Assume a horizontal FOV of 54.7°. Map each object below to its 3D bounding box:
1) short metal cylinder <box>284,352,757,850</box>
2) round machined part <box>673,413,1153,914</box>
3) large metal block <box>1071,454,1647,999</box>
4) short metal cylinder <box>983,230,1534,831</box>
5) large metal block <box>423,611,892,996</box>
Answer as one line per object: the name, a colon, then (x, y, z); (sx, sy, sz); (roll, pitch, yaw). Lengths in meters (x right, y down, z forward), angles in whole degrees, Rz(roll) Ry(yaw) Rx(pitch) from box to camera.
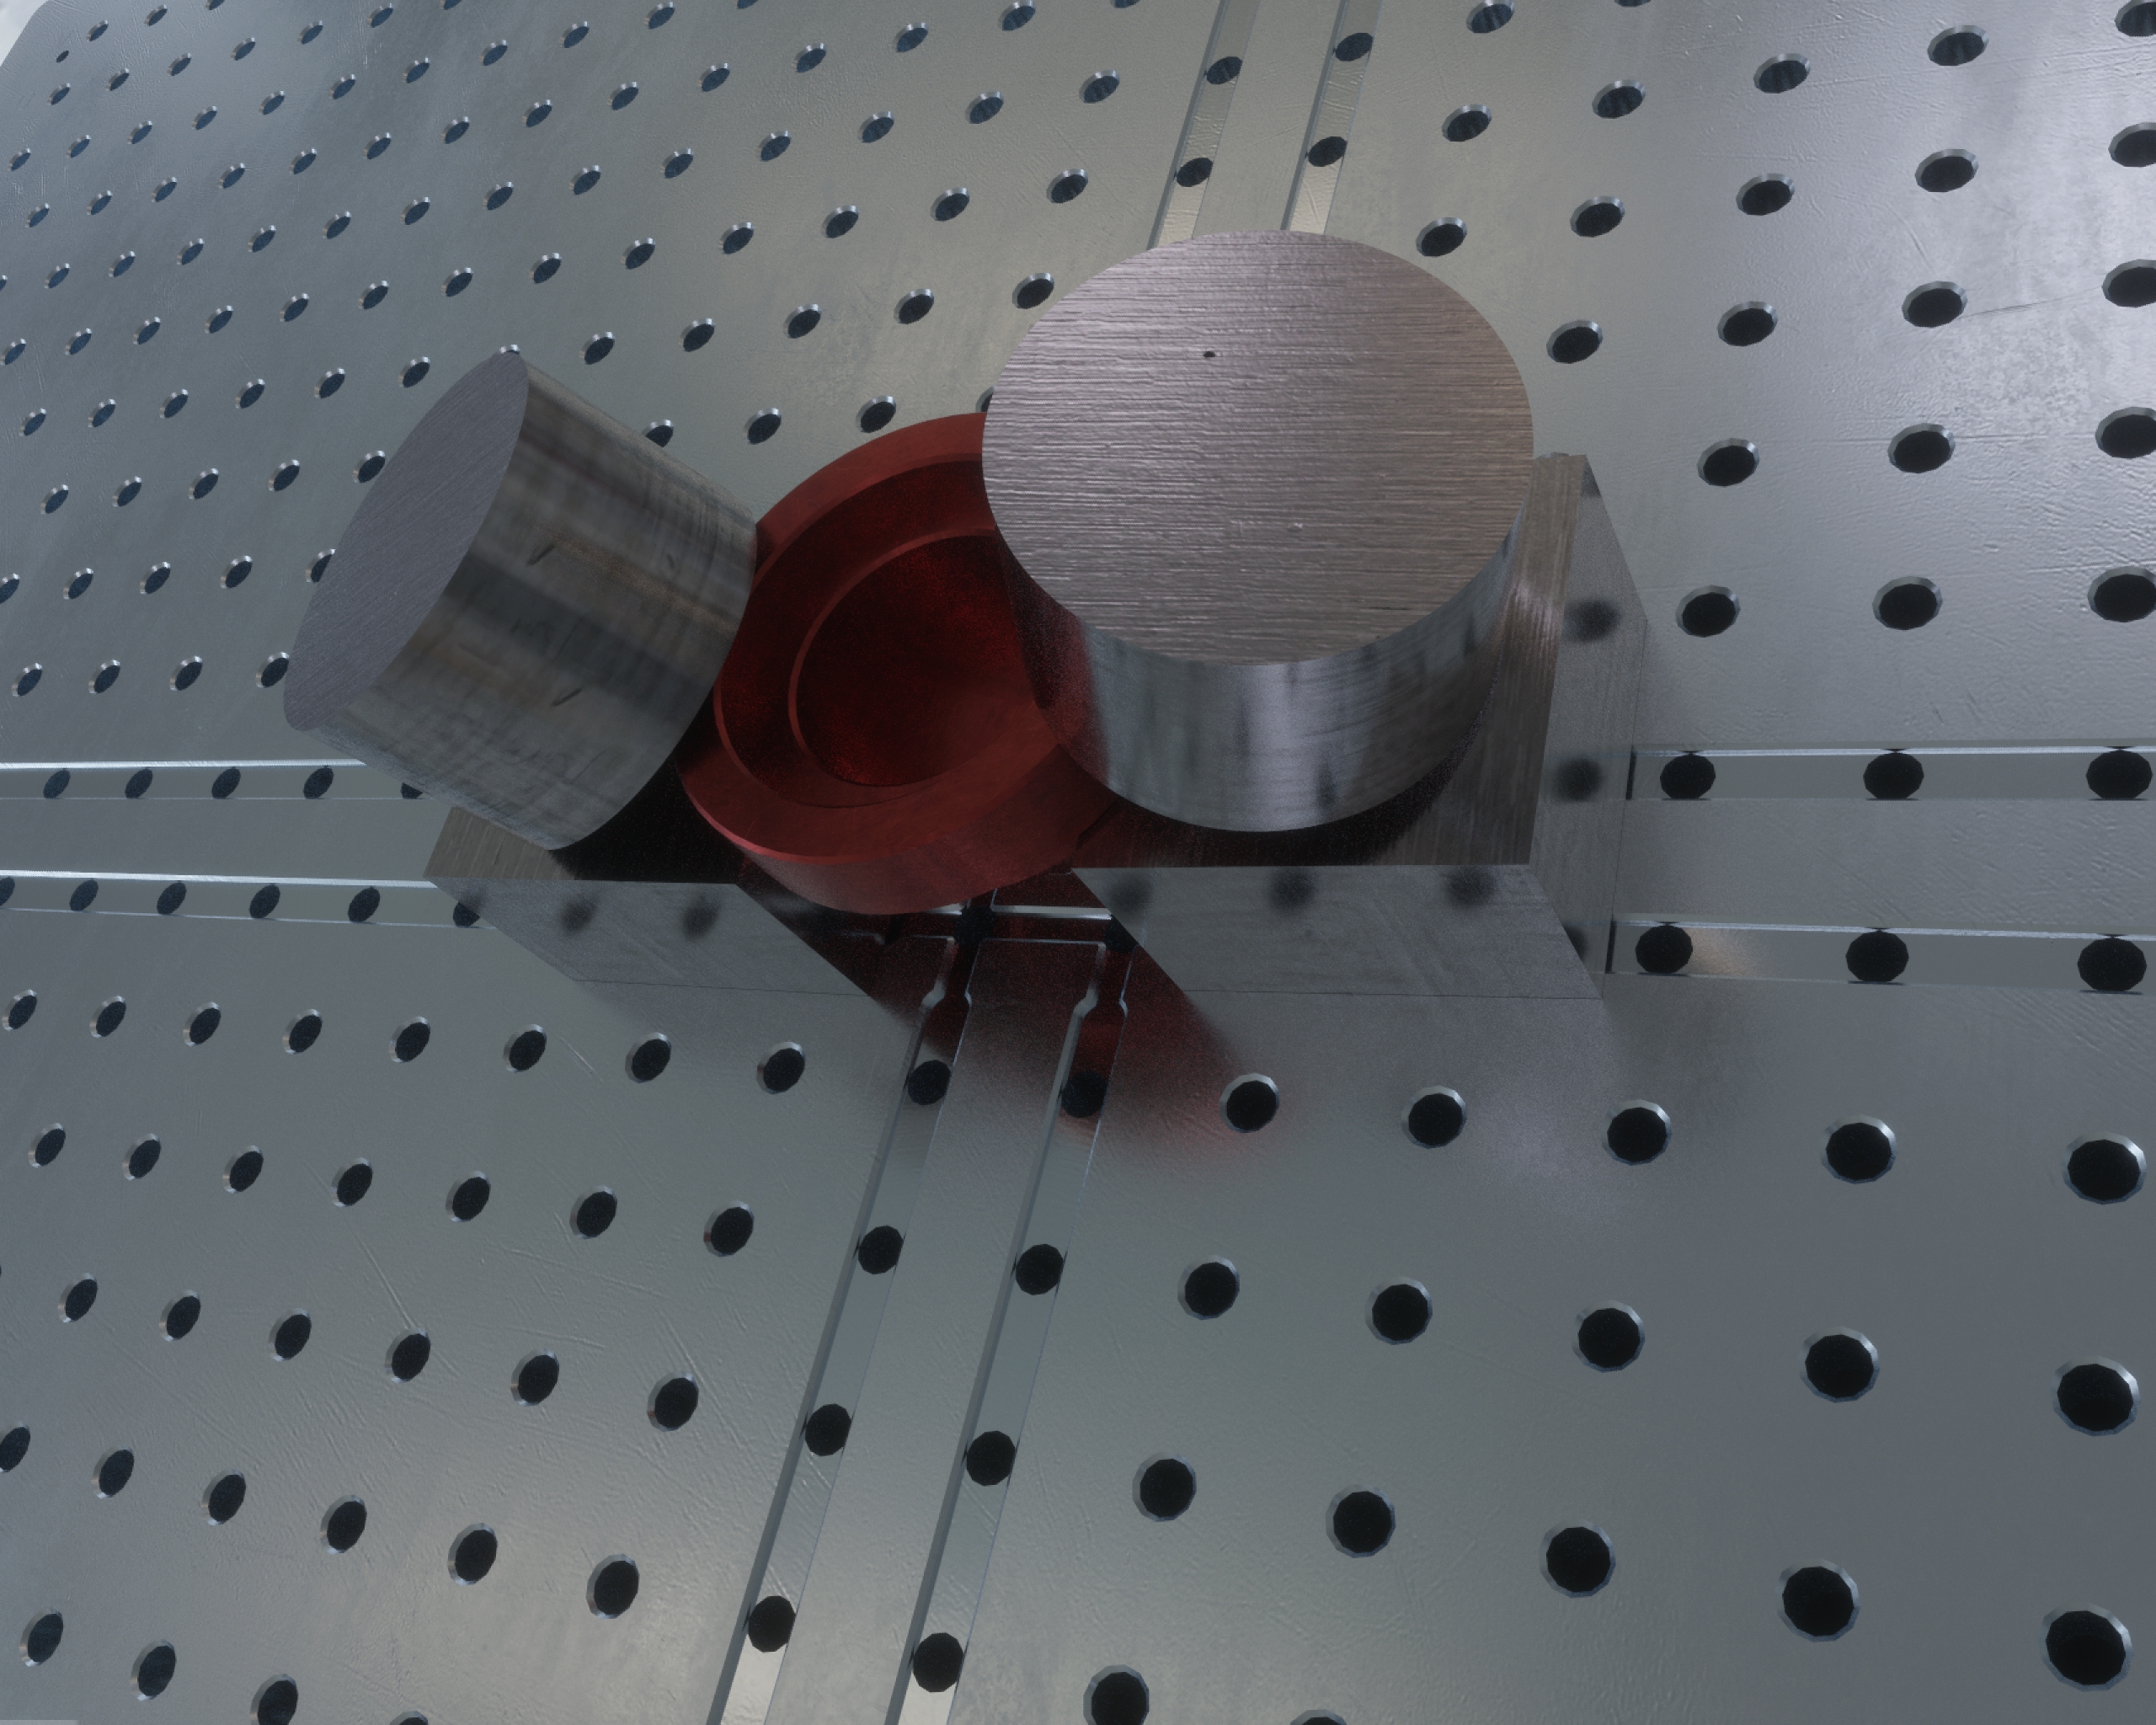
short metal cylinder: (-0.106, -0.049, 0.397); (0.080, 0.050, 0.080); (-31, 43, 34)
round machined part: (-0.024, -0.033, 0.393); (0.098, 0.042, 0.098); (-13, 56, 21)
large metal block: (0.053, -0.023, 0.378); (0.080, 0.050, 0.080); (-1, 61, 28)
short metal cylinder: (0.028, -0.052, 0.328); (0.080, 0.050, 0.080); (-2, 63, 4)
large metal block: (-0.079, -0.020, 0.446); (0.080, 0.050, 0.080); (1, 62, 28)
